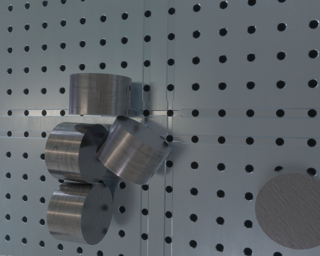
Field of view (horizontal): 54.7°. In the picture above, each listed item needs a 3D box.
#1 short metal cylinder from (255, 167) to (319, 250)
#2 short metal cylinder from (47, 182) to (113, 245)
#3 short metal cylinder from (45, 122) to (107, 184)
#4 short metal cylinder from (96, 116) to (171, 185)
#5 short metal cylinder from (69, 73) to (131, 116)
[{"bbox_3d":[0.150,0.087,0.346,0.080,0.050,0.079,0,90,20],"label":"short metal cylinder"},{"bbox_3d":[-0.106,0.114,0.421,0.050,0.080,0.079,0,90,20],"label":"short metal cylinder"},{"bbox_3d":[-0.109,0.033,0.422,0.050,0.080,0.079,4,91,20],"label":"short metal cylinder"},{"bbox_3d":[-0.033,0.027,0.395,0.080,0.080,0.050,37,102,16],"label":"short metal cylinder"},{"bbox_3d":[-0.079,-0.042,0.411,0.080,0.080,0.050,2,91,20],"label":"short metal cylinder"}]
